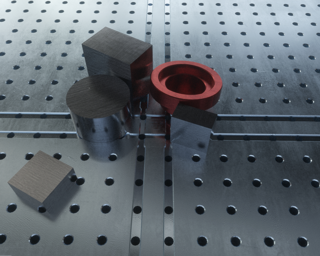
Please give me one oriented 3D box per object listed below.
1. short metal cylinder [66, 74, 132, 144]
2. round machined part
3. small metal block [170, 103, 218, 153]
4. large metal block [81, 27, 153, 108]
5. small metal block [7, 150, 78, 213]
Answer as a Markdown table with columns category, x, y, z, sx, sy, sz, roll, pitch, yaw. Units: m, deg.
| category | x | y | z | sx | sy | sz | roll | pitch | yaw |
| --- | --- | --- | --- | --- | --- | --- | --- | --- | --- |
| short metal cylinder | -0.078 | -0.026 | 0.412 | 0.081 | 0.050 | 0.080 | 0 | 50 | 0 |
| round machined part | 0.035 | -0.052 | 0.434 | 0.099 | 0.042 | 0.098 | 3 | 41 | -2 |
| small metal block | 0.042 | 0.001 | 0.391 | 0.050 | 0.050 | 0.025 | 18 | 53 | 14 |
| large metal block | -0.058 | -0.086 | 0.444 | 0.080 | 0.080 | 0.050 | 26 | 55 | 20 |
| small metal block | -0.133 | 0.060 | 0.355 | 0.050 | 0.025 | 0.050 | 23 | 54 | 18 |
